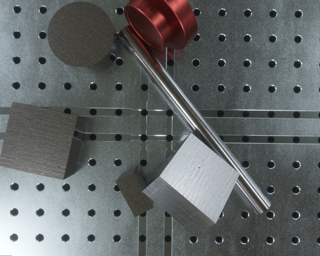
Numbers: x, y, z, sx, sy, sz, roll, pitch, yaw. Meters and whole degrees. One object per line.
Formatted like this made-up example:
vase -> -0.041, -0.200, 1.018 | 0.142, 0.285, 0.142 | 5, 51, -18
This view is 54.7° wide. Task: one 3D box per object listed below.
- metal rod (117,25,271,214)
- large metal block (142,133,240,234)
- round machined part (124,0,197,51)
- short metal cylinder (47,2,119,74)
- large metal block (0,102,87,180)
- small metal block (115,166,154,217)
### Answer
metal rod -> 0.045, -0.011, 0.413 | 0.025, 0.025, 0.300 | -38, 90, 0
large metal block -> 0.039, 0.067, 0.381 | 0.080, 0.050, 0.080 | 40, 49, 0
round machined part -> -0.005, -0.132, 0.374 | 0.098, 0.098, 0.042 | 45, 80, 0
short metal cylinder -> -0.096, -0.114, 0.400 | 0.081, 0.050, 0.079 | 0, 90, 0
large metal block -> -0.148, 0.016, 0.400 | 0.080, 0.050, 0.080 | 13, 90, 0
small metal block -> -0.031, 0.081, 0.401 | 0.025, 0.050, 0.050 | -29, 90, 0
